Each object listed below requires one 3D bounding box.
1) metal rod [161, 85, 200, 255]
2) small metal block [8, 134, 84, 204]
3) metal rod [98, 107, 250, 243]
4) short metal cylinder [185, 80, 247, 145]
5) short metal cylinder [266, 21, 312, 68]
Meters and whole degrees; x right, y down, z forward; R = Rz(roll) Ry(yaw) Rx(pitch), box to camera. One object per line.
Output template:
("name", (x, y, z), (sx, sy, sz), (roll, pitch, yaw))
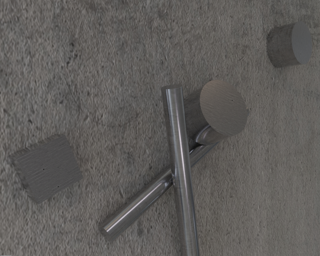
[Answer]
("metal rod", (0.032, 0.093, 0.402), (0.025, 0.025, 0.298), (-22, 113, -38))
("small metal block", (-0.113, 0.039, 0.310), (0.050, 0.025, 0.050), (-30, 109, -36))
("metal rod", (0.038, 0.046, 0.436), (0.302, 0.025, 0.025), (-37, 113, -34))
("short metal cylinder", (0.075, -0.021, 0.435), (0.081, 0.050, 0.080), (10, 68, -27))
("short metal cylinder", (0.250, -0.159, 0.597), (0.081, 0.050, 0.080), (0, 90, -40))
